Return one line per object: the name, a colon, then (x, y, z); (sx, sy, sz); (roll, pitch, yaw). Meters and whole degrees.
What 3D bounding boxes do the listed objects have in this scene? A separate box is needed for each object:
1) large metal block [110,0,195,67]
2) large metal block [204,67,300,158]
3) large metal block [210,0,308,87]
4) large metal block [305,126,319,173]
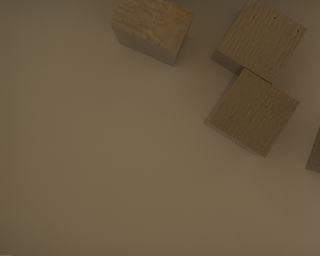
large metal block: (-0.008, -0.122, 0.384); (0.080, 0.080, 0.050); (23, 90, -1)
large metal block: (0.115, -0.019, 0.400); (0.080, 0.050, 0.080); (32, 90, -1)
large metal block: (0.124, -0.108, 0.401); (0.080, 0.050, 0.080); (32, 90, -1)
large metal block: (0.237, 0.027, 0.387); (0.050, 0.080, 0.080); (19, 90, 0)
